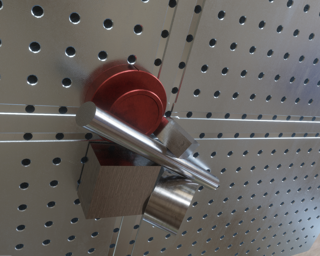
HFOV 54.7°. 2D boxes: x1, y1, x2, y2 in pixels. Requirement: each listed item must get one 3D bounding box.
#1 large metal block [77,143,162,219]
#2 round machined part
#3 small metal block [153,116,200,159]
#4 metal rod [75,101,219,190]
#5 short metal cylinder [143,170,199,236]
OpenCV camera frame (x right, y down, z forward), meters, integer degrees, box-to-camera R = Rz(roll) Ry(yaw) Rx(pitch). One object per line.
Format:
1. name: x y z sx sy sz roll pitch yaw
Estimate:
1. large metal block: -0.055 0.068 0.405 0.081 0.050 0.079 5 116 -31
2. round machined part: -0.035 -0.022 0.368 0.099 0.042 0.097 -14 125 -21
3. small metal block: 0.021 0.013 0.404 0.025 0.050 0.050 -48 164 9
4. metal rod: 0.010 0.039 0.400 0.025 0.025 0.301 -49 142 6
5. short metal cylinder: 0.016 0.106 0.444 0.080 0.050 0.080 22 92 -79
